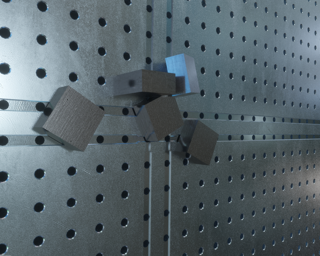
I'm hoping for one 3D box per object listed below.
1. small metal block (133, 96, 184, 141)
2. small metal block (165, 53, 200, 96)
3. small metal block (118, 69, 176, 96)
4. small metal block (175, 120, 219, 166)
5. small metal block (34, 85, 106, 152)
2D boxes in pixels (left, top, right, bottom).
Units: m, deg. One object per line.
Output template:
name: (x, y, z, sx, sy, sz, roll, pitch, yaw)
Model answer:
small metal block: (-0.001, -0.016, 0.407, 0.050, 0.025, 0.050, -32, 110, -35)
small metal block: (0.032, -0.070, 0.417, 0.050, 0.025, 0.050, -14, 94, -69)
small metal block: (-0.016, -0.053, 0.378, 0.050, 0.050, 0.025, -1, 91, -40)
small metal block: (0.055, 0.022, 0.454, 0.050, 0.025, 0.050, 32, 70, -35)
small metal block: (-0.094, -0.009, 0.329, 0.050, 0.025, 0.050, 38, 67, -33)
